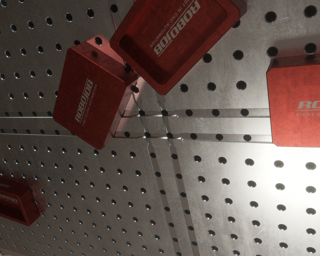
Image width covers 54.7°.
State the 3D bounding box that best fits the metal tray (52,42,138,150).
[{"bbox_3d":[-0.095,-0.040,0.431,0.090,0.030,0.129,33,129,6],"label":"metal tray"}]

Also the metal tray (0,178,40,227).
[{"bbox_3d":[-0.333,0.157,0.676,0.130,0.030,0.089,9,123,23],"label":"metal tray"}]

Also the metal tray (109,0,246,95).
[{"bbox_3d":[0.014,-0.108,0.332,0.090,0.030,0.129,44,129,-3],"label":"metal tray"}]

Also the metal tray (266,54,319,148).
[{"bbox_3d":[0.176,-0.026,0.299,0.130,0.030,0.089,0,119,28],"label":"metal tray"}]
